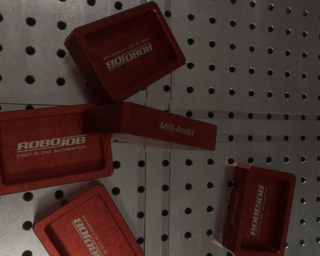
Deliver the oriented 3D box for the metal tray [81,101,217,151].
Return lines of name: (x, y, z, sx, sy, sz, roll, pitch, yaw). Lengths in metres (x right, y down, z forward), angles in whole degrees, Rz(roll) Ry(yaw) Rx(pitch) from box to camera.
metal tray: (-0.010, 0.002, 0.355, 0.131, 0.090, 0.030, 13, 81, -38)

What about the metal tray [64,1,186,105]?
metal tray: (-0.036, -0.092, 0.375, 0.131, 0.030, 0.090, -37, 103, -36)

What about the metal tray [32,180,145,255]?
metal tray: (-0.081, 0.142, 0.380, 0.091, 0.030, 0.130, -31, 101, -18)

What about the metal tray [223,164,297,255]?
metal tray: (0.151, 0.126, 0.467, 0.091, 0.030, 0.129, 12, 86, -20)

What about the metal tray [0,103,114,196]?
metal tray: (-0.126, 0.021, 0.363, 0.131, 0.030, 0.089, -8, 93, -20)
